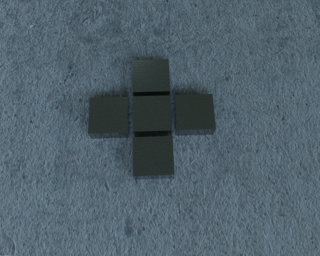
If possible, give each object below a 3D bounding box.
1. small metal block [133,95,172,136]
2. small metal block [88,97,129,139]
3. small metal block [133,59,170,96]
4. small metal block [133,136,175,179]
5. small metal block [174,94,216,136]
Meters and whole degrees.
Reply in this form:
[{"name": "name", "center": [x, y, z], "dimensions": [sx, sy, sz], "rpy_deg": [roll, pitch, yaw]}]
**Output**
[{"name": "small metal block", "center": [-0.010, -0.015, 0.415], "dimensions": [0.050, 0.025, 0.050], "rpy_deg": [-2, 70, -1]}, {"name": "small metal block", "center": [-0.067, -0.013, 0.413], "dimensions": [0.050, 0.025, 0.050], "rpy_deg": [-2, 70, -1]}, {"name": "small metal block", "center": [-0.012, -0.068, 0.434], "dimensions": [0.050, 0.025, 0.050], "rpy_deg": [-2, 70, -1]}, {"name": "small metal block", "center": [-0.008, 0.038, 0.395], "dimensions": [0.050, 0.025, 0.050], "rpy_deg": [-2, 70, -1]}, {"name": "small metal block", "center": [0.046, -0.017, 0.416], "dimensions": [0.050, 0.025, 0.050], "rpy_deg": [-2, 70, -1]}]
